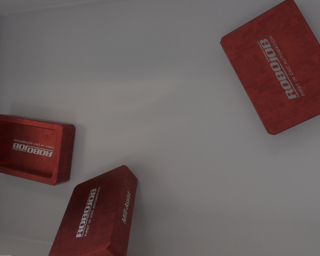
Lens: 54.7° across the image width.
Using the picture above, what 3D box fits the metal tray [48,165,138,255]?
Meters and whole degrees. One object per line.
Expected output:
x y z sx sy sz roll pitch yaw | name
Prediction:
-0.080 0.112 0.387 0.090 0.130 0.030 -24 119 18 | metal tray

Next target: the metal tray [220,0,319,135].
0.139 -0.067 0.358 0.090 0.030 0.130 -28 81 17 | metal tray

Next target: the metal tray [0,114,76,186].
-0.198 0.031 0.477 0.130 0.030 0.089 8 93 19 | metal tray
